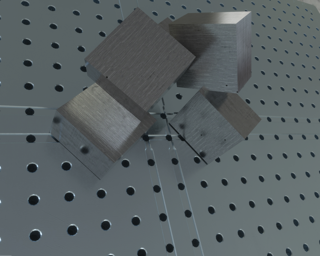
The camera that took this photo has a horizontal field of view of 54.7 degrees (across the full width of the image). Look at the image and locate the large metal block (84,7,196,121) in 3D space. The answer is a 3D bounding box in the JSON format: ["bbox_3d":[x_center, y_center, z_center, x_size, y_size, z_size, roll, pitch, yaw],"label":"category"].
[{"bbox_3d":[-0.022,-0.067,0.338,0.080,0.050,0.080,41,76,-1],"label":"large metal block"}]

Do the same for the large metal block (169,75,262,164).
[{"bbox_3d":[0.072,-0.010,0.417,0.080,0.080,0.050,47,51,4],"label":"large metal block"}]

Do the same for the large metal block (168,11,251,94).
[{"bbox_3d":[0.063,-0.092,0.374,0.080,0.079,0.050,11,37,30],"label":"large metal block"}]

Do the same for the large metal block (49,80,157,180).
[{"bbox_3d":[-0.065,-0.002,0.359,0.080,0.050,0.080,43,51,1],"label":"large metal block"}]

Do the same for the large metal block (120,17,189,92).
[{"bbox_3d":[-0.008,-0.091,0.424,0.050,0.080,0.080,41,51,-1],"label":"large metal block"}]
